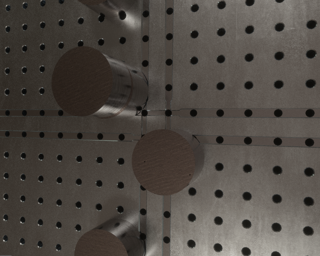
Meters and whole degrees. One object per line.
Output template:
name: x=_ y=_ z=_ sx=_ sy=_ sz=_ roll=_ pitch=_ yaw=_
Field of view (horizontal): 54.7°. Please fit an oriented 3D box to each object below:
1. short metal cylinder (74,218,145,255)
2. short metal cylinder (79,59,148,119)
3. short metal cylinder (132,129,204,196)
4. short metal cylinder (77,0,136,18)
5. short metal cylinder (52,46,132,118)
short metal cylinder: x=-0.068 y=0.170 z=0.422 sx=0.080 sy=0.050 sz=0.079 roll=0 pitch=90 yaw=19
short metal cylinder: x=-0.062 y=-0.052 z=0.420 sx=0.080 sy=0.050 sz=0.079 roll=0 pitch=90 yaw=19
short metal cylinder: x=0.011 y=0.041 z=0.395 sx=0.080 sy=0.050 sz=0.079 roll=0 pitch=90 yaw=19
short metal cylinder: x=-0.076 y=-0.199 z=0.425 sx=0.080 sy=0.050 sz=0.079 roll=0 pitch=90 yaw=19
short metal cylinder: x=-0.081 y=-0.053 z=0.374 sx=0.080 sy=0.050 sz=0.079 roll=0 pitch=90 yaw=19
